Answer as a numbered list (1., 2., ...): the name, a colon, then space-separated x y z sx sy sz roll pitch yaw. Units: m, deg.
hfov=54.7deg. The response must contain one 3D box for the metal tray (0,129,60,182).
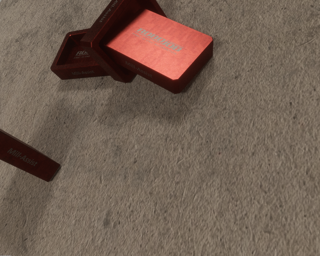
1. metal tray: -0.213 0.025 0.430 0.090 0.130 0.030 21 73 35

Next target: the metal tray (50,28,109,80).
1. metal tray: -0.121 -0.133 0.543 0.130 0.030 0.090 0 62 28

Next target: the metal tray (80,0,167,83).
1. metal tray: -0.049 -0.146 0.473 0.030 0.090 0.130 20 72 43

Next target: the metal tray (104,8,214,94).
1. metal tray: -0.002 -0.113 0.440 0.130 0.030 0.090 31 68 23
